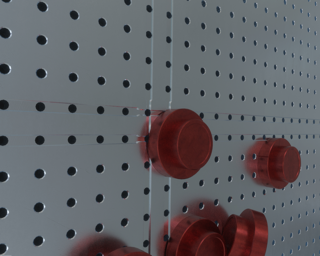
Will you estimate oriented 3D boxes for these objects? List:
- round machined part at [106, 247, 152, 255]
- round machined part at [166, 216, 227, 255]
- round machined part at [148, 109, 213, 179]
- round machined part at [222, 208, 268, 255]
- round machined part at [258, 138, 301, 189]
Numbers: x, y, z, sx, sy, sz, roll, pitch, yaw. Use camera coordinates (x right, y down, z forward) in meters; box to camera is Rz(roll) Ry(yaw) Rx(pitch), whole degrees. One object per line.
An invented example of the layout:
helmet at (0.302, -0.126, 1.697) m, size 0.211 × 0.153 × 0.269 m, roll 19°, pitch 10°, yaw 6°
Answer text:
round machined part at (-0.047, 0.187, 0.359) m, size 0.099 × 0.042 × 0.097 m, roll 0°, pitch 90°, yaw -40°
round machined part at (0.059, 0.181, 0.447) m, size 0.099 × 0.042 × 0.097 m, roll 0°, pitch 90°, yaw -40°
round machined part at (0.035, 0.022, 0.426) m, size 0.099 × 0.042 × 0.097 m, roll 0°, pitch 90°, yaw -40°
round machined part at (0.125, 0.172, 0.478) m, size 0.042 × 0.098 × 0.098 m, roll 18°, pitch 76°, yaw 0°
round machined part at (0.233, 0.068, 0.592) m, size 0.099 × 0.042 × 0.097 m, roll 0°, pitch 90°, yaw -40°
